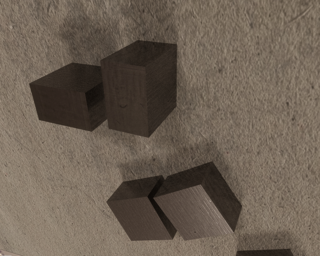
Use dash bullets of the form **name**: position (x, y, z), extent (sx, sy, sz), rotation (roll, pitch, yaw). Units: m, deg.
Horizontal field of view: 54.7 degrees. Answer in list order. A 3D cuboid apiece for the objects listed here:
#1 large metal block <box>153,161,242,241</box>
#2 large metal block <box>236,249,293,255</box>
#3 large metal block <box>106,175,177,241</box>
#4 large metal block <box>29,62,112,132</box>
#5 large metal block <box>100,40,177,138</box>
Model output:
- **large metal block**: position (0.052, 0.102, 0.425), extent (0.080, 0.050, 0.080), rotation (-25, 105, 36)
- **large metal block**: position (0.159, 0.224, 0.445), extent (0.080, 0.050, 0.080), rotation (-19, 109, 35)
- **large metal block**: position (-0.021, 0.125, 0.478), extent (0.080, 0.050, 0.080), rotation (-16, 110, 34)
- **large metal block**: position (-0.101, -0.043, 0.396), extent (0.080, 0.080, 0.050), rotation (11, 123, 22)
- **large metal block**: position (-0.019, -0.047, 0.351), extent (0.050, 0.080, 0.079), rotation (12, 124, 21)
